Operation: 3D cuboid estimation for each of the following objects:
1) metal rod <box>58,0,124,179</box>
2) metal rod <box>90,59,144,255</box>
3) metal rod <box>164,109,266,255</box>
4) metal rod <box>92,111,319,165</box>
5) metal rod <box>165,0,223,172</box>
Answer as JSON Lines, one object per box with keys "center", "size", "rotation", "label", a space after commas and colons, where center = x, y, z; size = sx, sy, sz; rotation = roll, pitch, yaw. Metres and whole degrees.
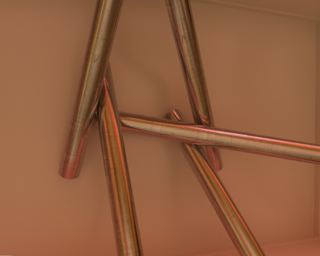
{"center": [-0.064, -0.076, 0.317], "size": [0.025, 0.025, 0.298], "rotation": [11, 113, -20], "label": "metal rod"}
{"center": [-0.043, 0.059, 0.324], "size": [0.025, 0.025, 0.299], "rotation": [-5, 68, -20], "label": "metal rod"}
{"center": [0.083, 0.104, 0.363], "size": [0.025, 0.025, 0.299], "rotation": [-21, 67, -19], "label": "metal rod"}
{"center": [0.057, 0.010, 0.379], "size": [0.302, 0.025, 0.025], "rotation": [9, 87, -1], "label": "metal rod"}
{"center": [0.039, -0.065, 0.361], "size": [0.025, 0.025, 0.298], "rotation": [-29, 124, -17], "label": "metal rod"}
